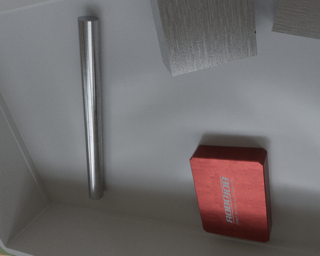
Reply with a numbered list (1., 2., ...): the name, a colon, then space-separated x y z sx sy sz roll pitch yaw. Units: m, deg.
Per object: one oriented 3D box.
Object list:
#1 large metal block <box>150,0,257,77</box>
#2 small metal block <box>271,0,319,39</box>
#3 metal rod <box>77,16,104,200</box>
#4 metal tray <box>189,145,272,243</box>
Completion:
1. large metal block: 0.038 -0.102 0.284 0.080 0.050 0.080 -15 118 -3
2. small metal block: 0.132 -0.108 0.272 0.050 0.025 0.050 17 125 18
3. metal rod: -0.098 -0.008 0.453 0.025 0.025 0.298 18 125 17
4. metal tray: 0.096 0.087 0.408 0.090 0.030 0.129 1 119 27
